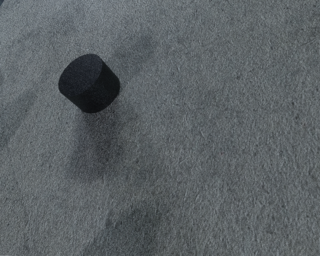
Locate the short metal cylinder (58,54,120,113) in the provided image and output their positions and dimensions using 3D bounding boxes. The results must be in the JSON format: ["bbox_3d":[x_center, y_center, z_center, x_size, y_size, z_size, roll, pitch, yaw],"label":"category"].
[{"bbox_3d":[-0.111,-0.070,0.489,0.080,0.050,0.080,-13,56,21],"label":"short metal cylinder"}]
